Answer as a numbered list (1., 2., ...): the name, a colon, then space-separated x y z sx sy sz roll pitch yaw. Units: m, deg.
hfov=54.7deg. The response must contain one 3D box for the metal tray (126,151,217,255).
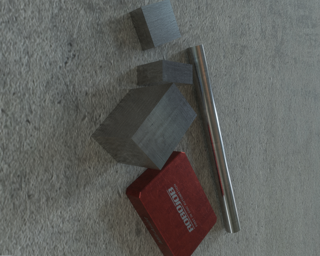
1. metal tray: 0.021 0.107 0.421 0.090 0.030 0.129 -41 115 -32

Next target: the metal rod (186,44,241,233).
1. metal rod: 0.085 0.024 0.478 0.025 0.025 0.298 -23 105 -38

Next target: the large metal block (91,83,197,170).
1. large metal block: -0.018 -0.003 0.355 0.050 0.080 0.080 51 60 -28

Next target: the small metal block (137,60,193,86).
1. small metal block: 0.006 -0.068 0.395 0.050 0.050 0.025 -1 91 -40

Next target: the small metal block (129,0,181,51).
1. small metal block: -0.005 -0.134 0.402 0.050 0.025 0.050 -32 110 -36
